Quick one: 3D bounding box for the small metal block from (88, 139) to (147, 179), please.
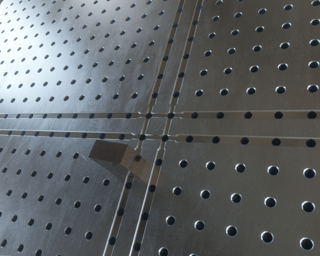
[{"bbox_3d":[-0.053,0.040,0.394,0.050,0.050,0.025,7,65,31],"label":"small metal block"}]
